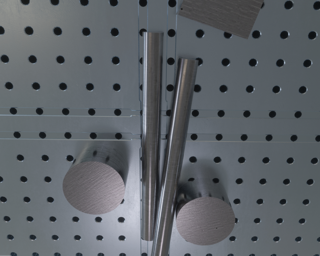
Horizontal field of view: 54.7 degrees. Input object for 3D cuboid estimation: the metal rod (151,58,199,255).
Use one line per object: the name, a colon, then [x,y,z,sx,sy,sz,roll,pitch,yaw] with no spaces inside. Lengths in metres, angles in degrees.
metal rod: [0.017,0.057,0.423,0.025,0.025,0.298,7,106,-3]

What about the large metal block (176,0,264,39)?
large metal block: [0.070,-0.153,0.344,0.080,0.050,0.079,17,109,-7]

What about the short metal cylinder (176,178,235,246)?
short metal cylinder: [0.062,0.119,0.445,0.081,0.050,0.079,0,110,0]

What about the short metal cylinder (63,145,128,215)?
short metal cylinder: [-0.086,0.070,0.425,0.081,0.050,0.079,0,110,0]

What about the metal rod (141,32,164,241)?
metal rod: [-0.012,0.025,0.422,0.025,0.025,0.298,1,110,-1]
